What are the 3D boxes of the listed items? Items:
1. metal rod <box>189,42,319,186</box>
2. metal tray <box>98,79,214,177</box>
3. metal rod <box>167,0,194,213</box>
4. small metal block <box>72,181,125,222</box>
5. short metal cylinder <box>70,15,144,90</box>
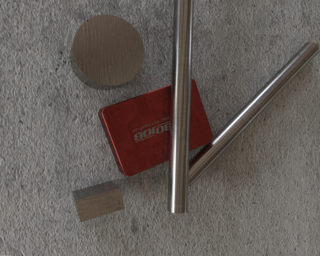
[{"bbox_3d":[0.139,-0.029,0.459,0.301,0.025,0.025,-43,104,-15],"label":"metal rod"},{"bbox_3d":[-0.003,-0.003,0.405,0.131,0.030,0.090,-21,97,-19],"label":"metal tray"},{"bbox_3d":[0.026,-0.047,0.386,0.025,0.025,0.298,2,89,-20],"label":"metal rod"},{"bbox_3d":[-0.074,0.085,0.368,0.050,0.050,0.025,-13,95,-20],"label":"small metal block"},{"bbox_3d":[-0.065,-0.088,0.372,0.081,0.050,0.079,0,90,-20],"label":"short metal cylinder"}]
